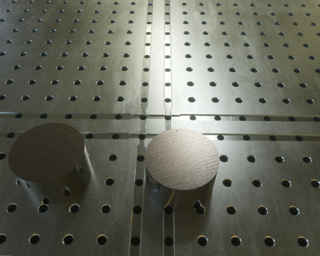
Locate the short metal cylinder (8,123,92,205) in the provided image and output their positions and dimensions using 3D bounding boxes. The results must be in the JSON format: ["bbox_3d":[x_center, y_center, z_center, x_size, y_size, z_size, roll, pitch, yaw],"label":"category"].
[{"bbox_3d":[-0.123,0.040,0.356,0.081,0.050,0.080,0,50,0],"label":"short metal cylinder"}]

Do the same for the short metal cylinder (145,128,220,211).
[{"bbox_3d":[0.024,0.047,0.352,0.081,0.050,0.080,0,50,0],"label":"short metal cylinder"}]
